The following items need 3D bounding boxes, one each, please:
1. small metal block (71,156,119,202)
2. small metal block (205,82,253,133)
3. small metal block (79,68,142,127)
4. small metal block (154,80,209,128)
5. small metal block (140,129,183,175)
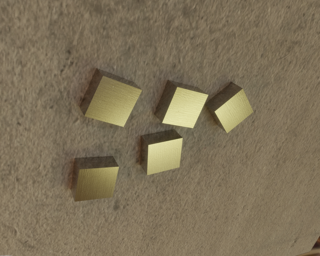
[{"bbox_3d":[-0.085,0.065,0.402,0.050,0.025,0.050,0,119,-29],"label":"small metal block"},{"bbox_3d":[0.100,-0.029,0.446,0.050,0.025,0.050,-39,130,-2],"label":"small metal block"},{"bbox_3d":[-0.057,-0.034,0.356,0.050,0.025,0.050,17,110,-35],"label":"small metal block"},{"bbox_3d":[0.027,-0.031,0.405,0.050,0.025,0.050,9,114,-33],"label":"small metal block"},{"bbox_3d":[0.001,0.033,0.430,0.050,0.025,0.050,-11,123,-23],"label":"small metal block"}]
